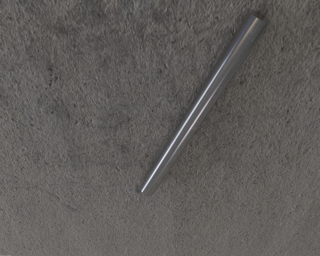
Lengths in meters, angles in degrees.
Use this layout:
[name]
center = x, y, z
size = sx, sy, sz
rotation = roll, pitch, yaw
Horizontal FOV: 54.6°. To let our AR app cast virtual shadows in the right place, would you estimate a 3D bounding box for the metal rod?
[metal rod]
center = 0.040, -0.008, 0.400
size = 0.025, 0.025, 0.298
rotation = 18, 128, -15
